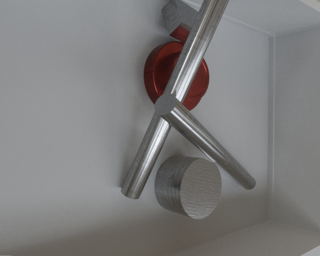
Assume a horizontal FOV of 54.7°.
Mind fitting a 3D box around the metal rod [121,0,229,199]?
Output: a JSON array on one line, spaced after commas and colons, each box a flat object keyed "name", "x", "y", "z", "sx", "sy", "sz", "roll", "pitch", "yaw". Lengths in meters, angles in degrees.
[{"name": "metal rod", "x": 0.023, "y": -0.053, "z": 0.350, "sx": 0.025, "sy": 0.025, "sz": 0.298, "roll": 14, "pitch": 106, "yaw": -40}]

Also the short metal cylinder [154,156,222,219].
[{"name": "short metal cylinder", "x": 0.039, "y": 0.079, "z": 0.426, "sx": 0.081, "sy": 0.050, "sz": 0.079, "roll": 0, "pitch": 90, "yaw": -40}]

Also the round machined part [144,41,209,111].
[{"name": "round machined part", "x": 0.029, "y": -0.070, "z": 0.422, "sx": 0.099, "sy": 0.042, "sz": 0.097, "roll": 0, "pitch": 90, "yaw": -40}]

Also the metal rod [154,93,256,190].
[{"name": "metal rod", "x": 0.080, "y": 0.036, "z": 0.426, "sx": 0.301, "sy": 0.025, "sz": 0.025, "roll": 39, "pitch": 66, "yaw": -50}]

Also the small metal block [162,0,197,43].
[{"name": "small metal block", "x": 0.034, "y": -0.143, "z": 0.423, "sx": 0.050, "sy": 0.025, "sz": 0.050, "roll": 14, "pitch": 52, "yaw": -39}]
